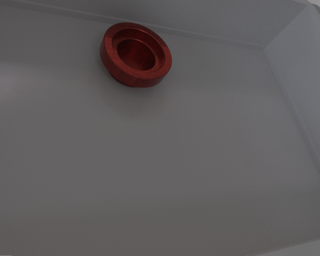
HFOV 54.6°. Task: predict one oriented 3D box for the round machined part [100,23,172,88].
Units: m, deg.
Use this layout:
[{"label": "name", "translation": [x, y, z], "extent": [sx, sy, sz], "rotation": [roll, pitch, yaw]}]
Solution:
[{"label": "round machined part", "translation": [-0.036, -0.096, 0.433], "extent": [0.099, 0.042, 0.098], "rotation": [13, 56, -21]}]
